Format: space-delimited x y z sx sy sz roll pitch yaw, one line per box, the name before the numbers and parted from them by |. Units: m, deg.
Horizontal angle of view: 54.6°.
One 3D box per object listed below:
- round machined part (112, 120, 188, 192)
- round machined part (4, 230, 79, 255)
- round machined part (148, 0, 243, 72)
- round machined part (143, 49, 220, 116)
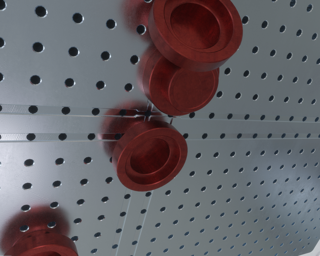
round machined part | -0.016 0.033 0.411 0.099 0.042 0.097 -14 124 -21
round machined part | -0.163 0.179 0.421 0.099 0.042 0.097 -14 124 -21
round machined part | 0.035 -0.104 0.332 0.099 0.098 0.042 -13 168 -21
round machined part | 0.032 -0.058 0.381 0.099 0.042 0.097 -14 124 -21
